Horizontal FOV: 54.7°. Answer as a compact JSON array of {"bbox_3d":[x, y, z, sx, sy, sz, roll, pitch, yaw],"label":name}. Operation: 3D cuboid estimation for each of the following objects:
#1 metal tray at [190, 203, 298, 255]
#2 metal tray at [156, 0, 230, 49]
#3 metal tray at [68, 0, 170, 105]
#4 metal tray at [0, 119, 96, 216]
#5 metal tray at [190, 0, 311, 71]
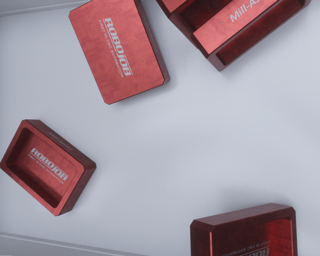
[{"bbox_3d":[0.092,0.134,0.324,0.030,0.131,0.089,-6,85,56],"label":"metal tray"},{"bbox_3d":[0.056,-0.138,0.334,0.090,0.130,0.030,-34,79,16],"label":"metal tray"},{"bbox_3d":[-0.052,-0.106,0.408,0.090,0.030,0.129,-18,99,19],"label":"metal tray"},{"bbox_3d":[-0.171,0.057,0.466,0.130,0.030,0.090,34,101,16],"label":"metal tray"},{"bbox_3d":[0.103,-0.120,0.339,0.130,0.090,0.030,-37,79,16],"label":"metal tray"}]
